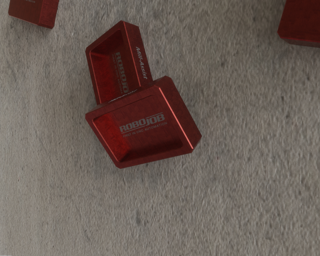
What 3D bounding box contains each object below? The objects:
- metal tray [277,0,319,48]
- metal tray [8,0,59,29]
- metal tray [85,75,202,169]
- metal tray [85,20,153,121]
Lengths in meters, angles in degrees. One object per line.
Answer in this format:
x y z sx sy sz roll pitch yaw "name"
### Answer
0.166 -0.134 0.264 0.090 0.030 0.129 21 103 37 "metal tray"
-0.244 -0.251 0.600 0.130 0.030 0.089 27 107 36 "metal tray"
-0.024 -0.002 0.391 0.130 0.030 0.090 -17 110 37 "metal tray"
-0.058 -0.074 0.446 0.090 0.030 0.129 -23 75 37 "metal tray"
